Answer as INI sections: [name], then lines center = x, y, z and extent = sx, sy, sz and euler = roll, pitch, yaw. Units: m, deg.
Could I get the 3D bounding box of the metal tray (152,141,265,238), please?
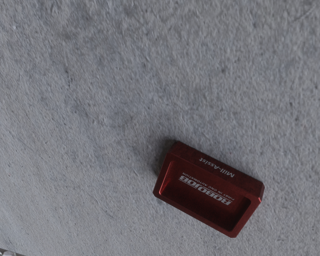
[metal tray]
center = 0.062, 0.085, 0.423
extent = 0.130, 0.030, 0.089
euler = 26, 128, 11
